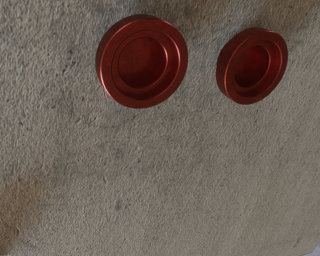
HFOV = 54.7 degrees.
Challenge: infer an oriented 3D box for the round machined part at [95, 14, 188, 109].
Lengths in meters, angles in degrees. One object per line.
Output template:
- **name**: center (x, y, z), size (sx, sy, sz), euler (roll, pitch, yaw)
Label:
- **round machined part**: center (-0.022, -0.074, 0.338), size (0.099, 0.042, 0.097), euler (-14, 124, -21)

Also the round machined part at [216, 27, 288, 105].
- **round machined part**: center (0.114, -0.083, 0.407), size (0.099, 0.042, 0.097), euler (-14, 124, -21)
